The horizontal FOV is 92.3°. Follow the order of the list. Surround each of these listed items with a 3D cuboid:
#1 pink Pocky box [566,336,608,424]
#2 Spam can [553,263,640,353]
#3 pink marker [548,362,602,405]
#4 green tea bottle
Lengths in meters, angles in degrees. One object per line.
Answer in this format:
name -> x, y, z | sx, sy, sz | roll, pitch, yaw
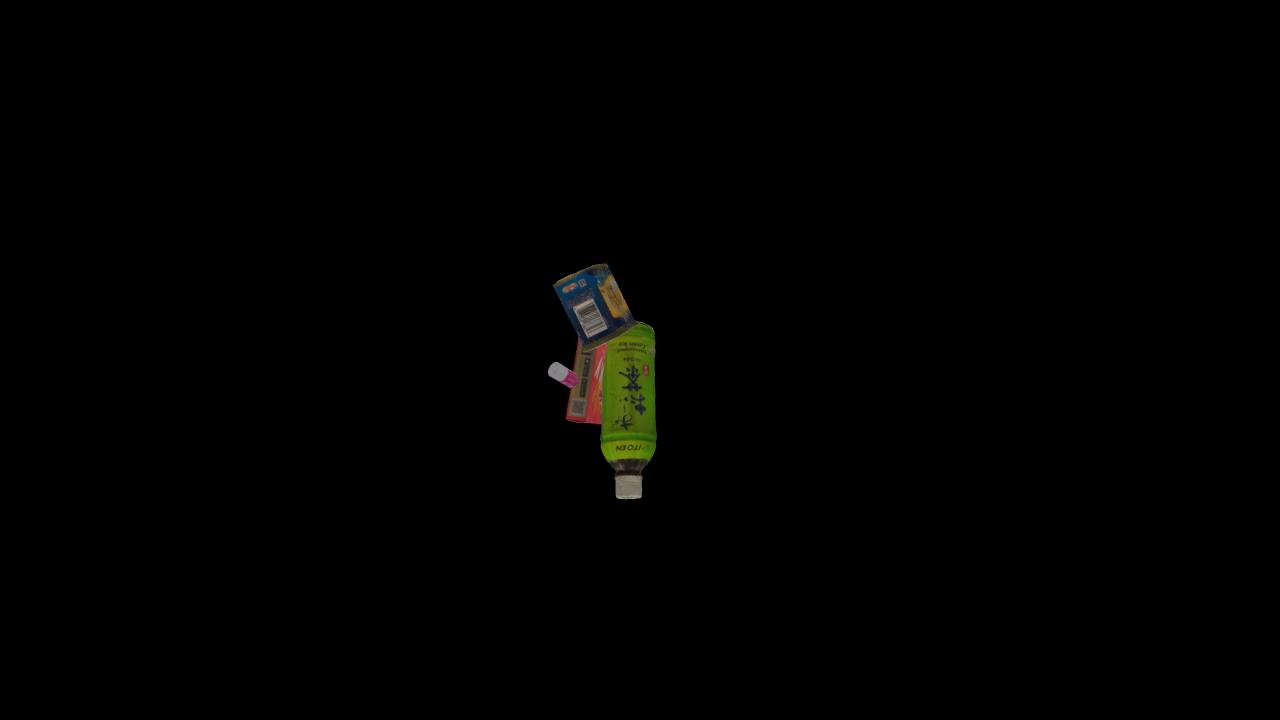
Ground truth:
pink Pocky box -> -0.054, 0.001, 0.756 | 0.029, 0.155, 0.084 | 7, -6, 14
Spam can -> -0.050, -0.063, 0.718 | 0.058, 0.085, 0.101 | -25, 5, 14
pink marker -> -0.061, 0.037, 0.739 | 0.020, 0.020, 0.121 | 0, -26, 44
green tea bottle -> -0.015, 0.061, 0.748 | 0.073, 0.212, 0.073 | 0, -17, 0
